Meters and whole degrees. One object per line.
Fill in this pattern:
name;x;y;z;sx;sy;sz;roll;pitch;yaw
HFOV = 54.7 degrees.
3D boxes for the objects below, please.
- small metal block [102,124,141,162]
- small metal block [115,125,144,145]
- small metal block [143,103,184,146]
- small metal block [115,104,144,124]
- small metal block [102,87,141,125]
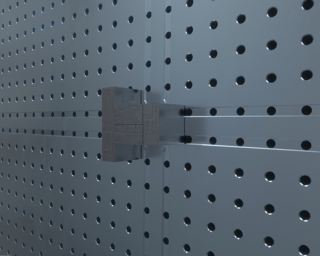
small metal block;-0.053;0.020;0.434;0.025;0.050;0.050;0;90;40
small metal block;-0.024;0.008;0.410;0.050;0.050;0.025;0;90;39
small metal block;0.005;-0.004;0.386;0.025;0.050;0.050;0;90;40
small metal block;-0.024;-0.017;0.410;0.050;0.050;0.025;0;90;39
small metal block;-0.053;-0.030;0.434;0.025;0.050;0.050;0;90;40
